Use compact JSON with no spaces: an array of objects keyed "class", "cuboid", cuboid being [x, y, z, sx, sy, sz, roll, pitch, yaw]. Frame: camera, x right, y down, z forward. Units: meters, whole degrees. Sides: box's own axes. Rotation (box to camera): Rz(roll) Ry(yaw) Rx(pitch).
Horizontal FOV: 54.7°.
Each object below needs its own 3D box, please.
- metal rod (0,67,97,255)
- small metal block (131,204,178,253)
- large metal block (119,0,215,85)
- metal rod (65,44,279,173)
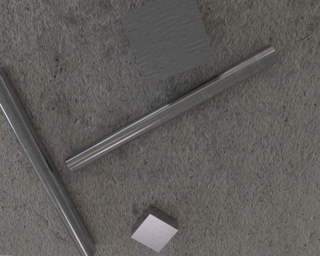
[{"class":"metal rod","cuboid":[-0.158,0.061,0.430,0.025,0.025,0.298,-18,109,6]},{"class":"small metal block","cuboid":[-0.008,0.151,0.465,0.050,0.025,0.050,34,106,-12]},{"class":"large metal block","cuboid":[0.009,-0.105,0.358,0.080,0.050,0.080,-20,109,7]},{"class":"metal rod","cuboid":[0.008,-0.020,0.402,0.300,0.025,0.025,-29,108,10]}]
